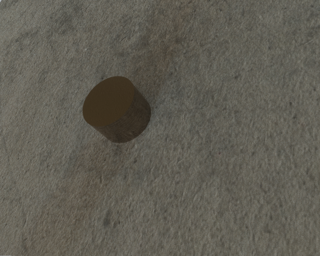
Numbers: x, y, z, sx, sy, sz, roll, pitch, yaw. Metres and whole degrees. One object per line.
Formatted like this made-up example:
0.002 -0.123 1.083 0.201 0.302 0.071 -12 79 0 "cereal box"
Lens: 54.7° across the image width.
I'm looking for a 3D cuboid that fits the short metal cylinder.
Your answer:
-0.059 -0.025 0.433 0.080 0.050 0.080 -13 56 20 "short metal cylinder"
